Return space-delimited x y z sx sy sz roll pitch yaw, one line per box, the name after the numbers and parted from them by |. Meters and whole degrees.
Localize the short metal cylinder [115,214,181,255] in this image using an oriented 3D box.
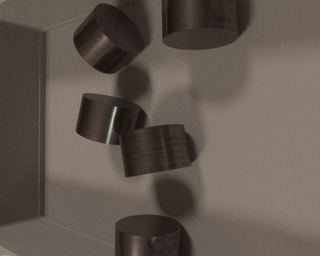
-0.015 0.144 0.382 0.080 0.081 0.050 2 92 39 | short metal cylinder

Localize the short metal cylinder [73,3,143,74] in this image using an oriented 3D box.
-0.070 -0.122 0.427 0.050 0.081 0.080 -34 70 35 | short metal cylinder

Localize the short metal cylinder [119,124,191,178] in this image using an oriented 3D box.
-0.006 0.028 0.374 0.080 0.081 0.050 -16 80 38 | short metal cylinder

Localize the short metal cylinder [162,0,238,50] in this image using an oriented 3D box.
0.042 -0.120 0.335 0.080 0.081 0.050 -2 89 39 | short metal cylinder

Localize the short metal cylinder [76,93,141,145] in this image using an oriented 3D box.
-0.071 -0.014 0.427 0.080 0.081 0.050 23 105 37 | short metal cylinder
